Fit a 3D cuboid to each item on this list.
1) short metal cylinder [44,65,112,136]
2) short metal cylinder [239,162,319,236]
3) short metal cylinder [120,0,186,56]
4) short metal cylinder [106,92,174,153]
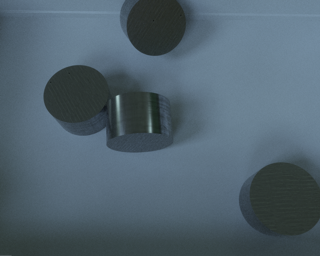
[{"bbox_3d":[-0.104,-0.035,0.408,0.081,0.050,0.080,0,70,0],"label":"short metal cylinder"},{"bbox_3d":[0.140,0.085,0.366,0.081,0.050,0.080,0,70,0],"label":"short metal cylinder"},{"bbox_3d":[-0.011,-0.146,0.426,0.080,0.080,0.050,-19,35,-7],"label":"short metal cylinder"},{"bbox_3d":[-0.025,-0.004,0.382,0.081,0.080,0.050,-4,70,-1],"label":"short metal cylinder"}]
